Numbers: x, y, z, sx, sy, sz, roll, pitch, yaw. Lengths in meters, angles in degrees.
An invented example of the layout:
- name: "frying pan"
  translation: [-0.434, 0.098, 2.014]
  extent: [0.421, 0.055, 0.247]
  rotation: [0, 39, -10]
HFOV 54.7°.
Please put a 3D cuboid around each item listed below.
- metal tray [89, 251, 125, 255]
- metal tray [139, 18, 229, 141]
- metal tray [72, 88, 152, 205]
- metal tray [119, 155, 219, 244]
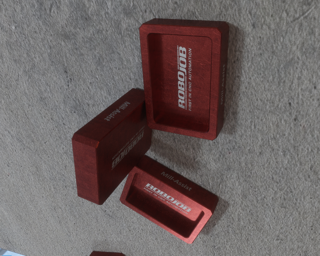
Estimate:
- name: "metal tray"
  translation: [-0.090, 0.318, 0.648]
  extent: [0.090, 0.030, 0.129]
  rotation: [-12, 113, 33]
- name: "metal tray"
  translation: [0.027, -0.054, 0.355]
  extent: [0.090, 0.030, 0.129]
  rotation: [11, 123, 22]
- name: "metal tray"
  translation: [-0.051, 0.018, 0.377]
  extent: [0.030, 0.131, 0.089]
  rotation: [17, 125, 18]
- name: "metal tray"
  translation: [0.010, 0.108, 0.464]
  extent: [0.130, 0.030, 0.089]
  rotation: [29, 128, 9]
